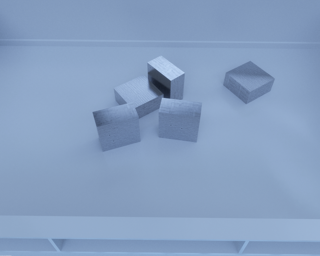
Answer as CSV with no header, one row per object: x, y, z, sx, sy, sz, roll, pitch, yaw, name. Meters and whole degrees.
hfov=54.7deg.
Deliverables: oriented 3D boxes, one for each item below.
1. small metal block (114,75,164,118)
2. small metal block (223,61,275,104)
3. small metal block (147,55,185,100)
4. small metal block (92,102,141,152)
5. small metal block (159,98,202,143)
-0.030,-0.044,0.441,0.050,0.025,0.050,-29,56,-22,small metal block
0.132,-0.069,0.464,0.050,0.025,0.050,-27,55,-21,small metal block
0.008,-0.067,0.445,0.025,0.050,0.050,-33,57,-24,small metal block
-0.053,-0.001,0.389,0.050,0.050,0.025,-15,52,-12,small metal block
0.025,-0.009,0.397,0.050,0.050,0.025,7,51,6,small metal block
